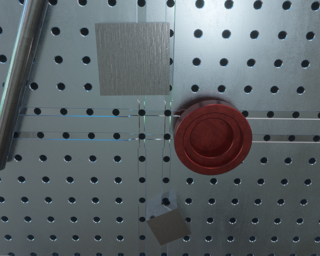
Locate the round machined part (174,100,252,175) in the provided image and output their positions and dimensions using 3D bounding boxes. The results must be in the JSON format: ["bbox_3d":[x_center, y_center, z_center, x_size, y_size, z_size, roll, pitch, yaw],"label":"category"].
[{"bbox_3d":[0.067,0.010,0.409,0.099,0.042,0.097,0,110,-1],"label":"round machined part"}]

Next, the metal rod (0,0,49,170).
[{"bbox_3d":[-0.172,-0.078,0.382,0.025,0.025,0.298,21,109,-8],"label":"metal rod"}]

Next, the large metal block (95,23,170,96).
[{"bbox_3d":[-0.029,-0.084,0.369,0.081,0.050,0.079,-1,110,0],"label":"large metal block"}]

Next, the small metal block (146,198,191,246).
[{"bbox_3d":[0.013,0.142,0.466,0.050,0.025,0.050,-24,109,8],"label":"small metal block"}]
